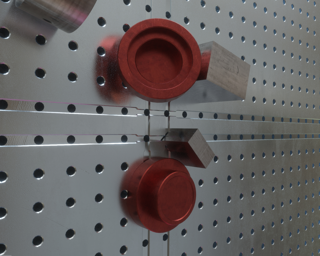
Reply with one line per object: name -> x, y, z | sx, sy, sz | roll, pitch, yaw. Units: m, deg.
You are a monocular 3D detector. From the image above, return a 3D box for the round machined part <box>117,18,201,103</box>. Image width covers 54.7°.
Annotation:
round machined part -> -0.003, -0.078, 0.377 | 0.099, 0.042, 0.097 | 1, 82, -10

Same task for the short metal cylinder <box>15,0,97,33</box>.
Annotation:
short metal cylinder -> -0.095, -0.139, 0.294 | 0.050, 0.080, 0.080 | 22, 77, -38

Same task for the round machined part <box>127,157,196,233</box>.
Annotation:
round machined part -> 0.009, 0.088, 0.406 | 0.099, 0.042, 0.097 | 0, 91, -40

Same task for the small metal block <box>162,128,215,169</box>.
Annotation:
small metal block -> 0.039, 0.027, 0.426 | 0.025, 0.050, 0.050 | -51, 120, -28

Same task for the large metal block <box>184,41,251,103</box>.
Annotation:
large metal block -> 0.064, -0.072, 0.427 | 0.080, 0.080, 0.050 | 18, 79, -39
